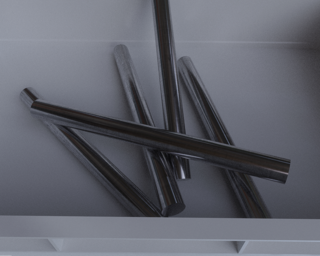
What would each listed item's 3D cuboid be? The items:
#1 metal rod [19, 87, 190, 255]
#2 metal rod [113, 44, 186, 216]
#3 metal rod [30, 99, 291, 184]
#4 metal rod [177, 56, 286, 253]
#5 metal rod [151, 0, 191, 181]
[{"bbox_3d":[-0.084,0.035,0.374,0.025,0.025,0.300,-37,59,-27],"label":"metal rod"},{"bbox_3d":[-0.025,-0.022,0.411,0.025,0.025,0.300,-12,48,-10],"label":"metal rod"},{"bbox_3d":[-0.016,0.009,0.346,0.301,0.025,0.025,14,51,18],"label":"metal rod"},{"bbox_3d":[0.075,0.007,0.399,0.025,0.025,0.300,-11,51,-9],"label":"metal rod"},{"bbox_3d":[0.010,-0.083,0.398,0.025,0.025,0.299,-5,74,-4],"label":"metal rod"}]
